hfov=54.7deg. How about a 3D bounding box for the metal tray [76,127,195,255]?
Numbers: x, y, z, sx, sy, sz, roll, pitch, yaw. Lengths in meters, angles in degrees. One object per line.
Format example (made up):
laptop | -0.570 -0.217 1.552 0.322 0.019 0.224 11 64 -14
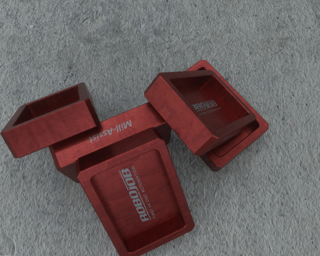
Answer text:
metal tray | -0.023 0.074 0.335 0.091 0.030 0.129 -23 117 -8

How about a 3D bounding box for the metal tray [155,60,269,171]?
metal tray | 0.066 -0.019 0.414 0.090 0.030 0.130 -37 74 -13

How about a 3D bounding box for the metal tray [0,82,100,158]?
metal tray | -0.123 -0.016 0.363 0.091 0.130 0.030 -23 111 -9

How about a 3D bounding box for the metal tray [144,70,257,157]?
metal tray | 0.053 -0.025 0.360 0.090 0.030 0.131 50 33 15

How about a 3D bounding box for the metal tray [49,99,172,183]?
metal tray | -0.052 0.019 0.367 0.131 0.090 0.030 -23 72 -9
